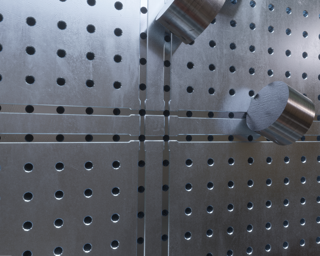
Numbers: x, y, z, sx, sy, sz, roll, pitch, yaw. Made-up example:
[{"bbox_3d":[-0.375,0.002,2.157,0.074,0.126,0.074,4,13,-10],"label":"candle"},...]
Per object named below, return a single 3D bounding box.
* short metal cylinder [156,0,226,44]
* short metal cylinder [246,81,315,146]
[{"bbox_3d":[0.039,-0.156,0.399,0.050,0.080,0.080,35,79,-17],"label":"short metal cylinder"},{"bbox_3d":[0.173,-0.021,0.449,0.050,0.080,0.080,27,81,-19],"label":"short metal cylinder"}]
